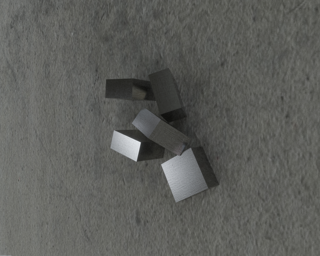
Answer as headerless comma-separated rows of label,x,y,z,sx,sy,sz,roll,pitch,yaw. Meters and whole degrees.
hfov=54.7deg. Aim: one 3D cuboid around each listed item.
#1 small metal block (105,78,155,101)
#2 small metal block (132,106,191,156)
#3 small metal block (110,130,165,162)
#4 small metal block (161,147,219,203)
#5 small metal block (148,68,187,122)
small metal block,-0.037,-0.051,0.417,0.050,0.050,0.025,5,94,39
small metal block,0.001,0.003,0.373,0.025,0.050,0.050,-56,33,3
small metal block,-0.028,0.022,0.410,0.050,0.050,0.025,22,104,38
small metal block,0.036,0.056,0.374,0.050,0.025,0.050,-34,69,34
small metal block,0.010,-0.038,0.375,0.025,0.050,0.050,-18,77,9
